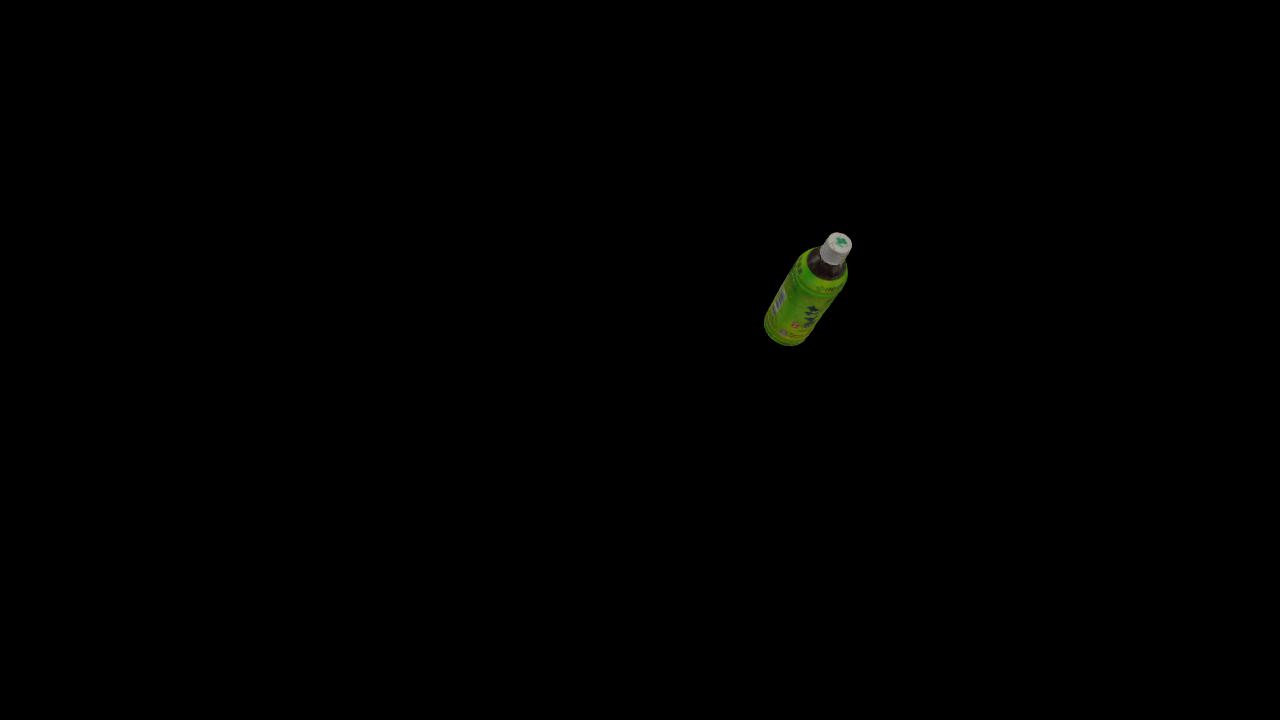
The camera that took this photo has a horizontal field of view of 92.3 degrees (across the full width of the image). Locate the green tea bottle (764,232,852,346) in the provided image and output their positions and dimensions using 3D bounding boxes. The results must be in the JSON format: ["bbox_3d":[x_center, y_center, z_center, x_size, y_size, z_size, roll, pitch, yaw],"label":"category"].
[{"bbox_3d":[0.225,-0.094,0.820,0.073,0.073,0.212,0,-25,-4],"label":"green tea bottle"}]
